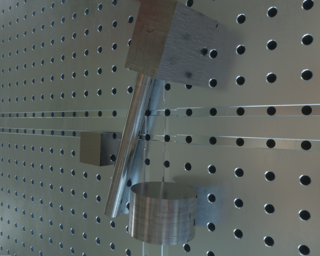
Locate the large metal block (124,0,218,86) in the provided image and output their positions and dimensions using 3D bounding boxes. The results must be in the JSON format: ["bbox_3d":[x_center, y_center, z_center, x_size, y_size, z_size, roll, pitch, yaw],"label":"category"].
[{"bbox_3d":[0.014,-0.098,0.360,0.050,0.081,0.079,26,107,36],"label":"large metal block"}]

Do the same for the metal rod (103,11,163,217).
[{"bbox_3d":[-0.035,-0.013,0.435,0.025,0.025,0.298,24,105,37],"label":"metal rod"}]

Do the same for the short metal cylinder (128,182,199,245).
[{"bbox_3d":[0.004,0.098,0.369,0.080,0.081,0.050,6,94,39],"label":"short metal cylinder"}]

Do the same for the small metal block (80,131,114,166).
[{"bbox_3d":[-0.101,0.032,0.490,0.050,0.025,0.050,4,93,39],"label":"small metal block"}]
